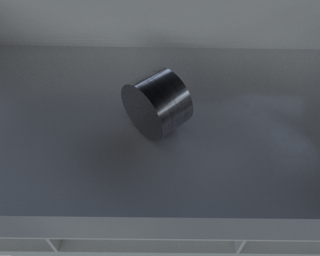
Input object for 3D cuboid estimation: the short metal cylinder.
[{"bbox_3d":[-0.004,-0.030,0.392,0.050,0.080,0.080,-34,58,-25],"label":"short metal cylinder"}]
